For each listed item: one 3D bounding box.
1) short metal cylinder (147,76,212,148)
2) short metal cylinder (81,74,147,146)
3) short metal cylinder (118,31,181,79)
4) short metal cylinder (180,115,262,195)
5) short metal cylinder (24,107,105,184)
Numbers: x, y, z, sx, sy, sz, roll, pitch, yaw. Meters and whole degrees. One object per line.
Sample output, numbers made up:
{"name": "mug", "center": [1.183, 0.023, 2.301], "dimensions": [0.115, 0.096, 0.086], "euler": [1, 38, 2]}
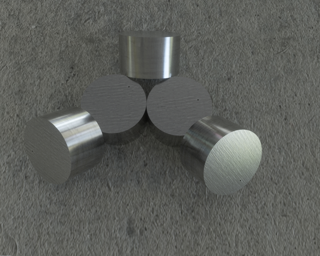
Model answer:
{"name": "short metal cylinder", "center": [0.024, -0.020, 0.403], "dimensions": [0.081, 0.050, 0.080], "euler": [0, 70, 0]}
{"name": "short metal cylinder", "center": [-0.057, -0.023, 0.403], "dimensions": [0.081, 0.050, 0.080], "euler": [0, 70, 0]}
{"name": "short metal cylinder", "center": [-0.014, -0.099, 0.410], "dimensions": [0.080, 0.080, 0.050], "euler": [2, 113, 0]}
{"name": "short metal cylinder", "center": [0.071, 0.031, 0.363], "dimensions": [0.080, 0.080, 0.050], "euler": [-35, 32, -12]}
{"name": "short metal cylinder", "center": [-0.113, 0.019, 0.365], "dimensions": [0.080, 0.080, 0.050], "euler": [45, 36, 14]}
